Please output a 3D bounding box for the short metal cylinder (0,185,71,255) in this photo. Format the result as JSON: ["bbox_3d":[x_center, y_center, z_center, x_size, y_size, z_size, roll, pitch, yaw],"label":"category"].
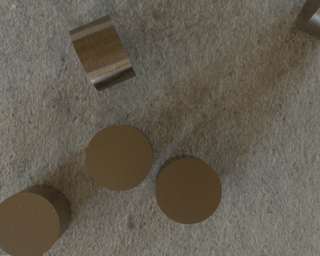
[{"bbox_3d":[-0.161,0.117,0.395,0.081,0.050,0.079,0,90,-1],"label":"short metal cylinder"}]

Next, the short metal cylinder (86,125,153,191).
[{"bbox_3d":[-0.049,0.036,0.397,0.081,0.050,0.079,0,90,-1],"label":"short metal cylinder"}]

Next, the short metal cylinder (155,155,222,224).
[{"bbox_3d":[0.034,0.076,0.398,0.081,0.050,0.079,0,90,-1],"label":"short metal cylinder"}]

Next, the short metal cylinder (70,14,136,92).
[{"bbox_3d":[-0.069,-0.091,0.382,0.050,0.080,0.080,-24,90,0],"label":"short metal cylinder"}]

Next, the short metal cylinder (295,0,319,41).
[{"bbox_3d":[0.216,-0.150,0.385,0.050,0.080,0.080,27,90,-1],"label":"short metal cylinder"}]
